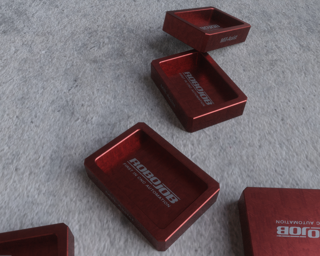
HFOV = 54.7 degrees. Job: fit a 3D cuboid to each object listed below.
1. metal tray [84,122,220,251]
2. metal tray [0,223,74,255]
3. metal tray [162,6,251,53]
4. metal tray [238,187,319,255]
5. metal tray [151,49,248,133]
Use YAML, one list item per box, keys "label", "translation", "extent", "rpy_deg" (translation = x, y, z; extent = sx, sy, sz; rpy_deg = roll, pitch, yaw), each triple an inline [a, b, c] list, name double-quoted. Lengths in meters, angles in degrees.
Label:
- label: "metal tray"
  translation: [-0.011, 0.059, 0.350]
  extent: [0.091, 0.030, 0.130]
  rpy_deg: [-36, 59, -27]
- label: "metal tray"
  translation: [-0.146, 0.143, 0.277]
  extent: [0.131, 0.030, 0.090]
  rpy_deg: [-8, 51, -7]
- label: "metal tray"
  translation: [0.080, -0.169, 0.519]
  extent: [0.090, 0.030, 0.131]
  rpy_deg: [39, 43, 27]
- label: "metal tray"
  translation: [0.151, 0.108, 0.311]
  extent: [0.131, 0.030, 0.090]
  rpy_deg: [2, 50, 1]
- label: "metal tray"
  translation: [0.052, -0.060, 0.451]
  extent: [0.091, 0.030, 0.130]
  rpy_deg: [-19, 53, -16]
